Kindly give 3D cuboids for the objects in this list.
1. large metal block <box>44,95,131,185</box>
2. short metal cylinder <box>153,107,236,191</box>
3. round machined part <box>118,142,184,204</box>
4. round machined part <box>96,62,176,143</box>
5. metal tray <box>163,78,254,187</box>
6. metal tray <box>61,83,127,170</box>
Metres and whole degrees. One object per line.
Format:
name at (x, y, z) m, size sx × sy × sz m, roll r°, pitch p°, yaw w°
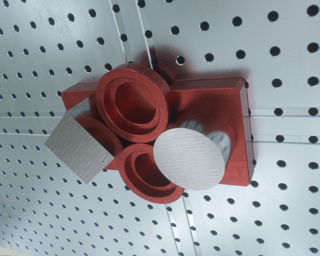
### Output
large metal block at (-0.096, 0.017, 0.417) m, size 0.080 × 0.050 × 0.080 m, roll 45°, pitch 129°, yaw -3°
short metal cylinder at (0.040, 0.023, 0.348) m, size 0.080 × 0.050 × 0.079 m, roll 13°, pitch 124°, yaw 21°
round machined part at (-0.005, 0.052, 0.423) m, size 0.098 × 0.042 × 0.097 m, roll 13°, pitch 124°, yaw 21°
round machined part at (-0.026, -0.034, 0.381) m, size 0.098 × 0.042 × 0.097 m, roll 13°, pitch 124°, yaw 21°
metal tray at (0.061, 0.007, 0.378) m, size 0.090 × 0.030 × 0.129 m, roll 1°, pitch 119°, yaw 28°
metal tray at (-0.080, 0.000, 0.450) m, size 0.090 × 0.030 × 0.129 m, roll 0°, pitch 119°, yaw 27°
